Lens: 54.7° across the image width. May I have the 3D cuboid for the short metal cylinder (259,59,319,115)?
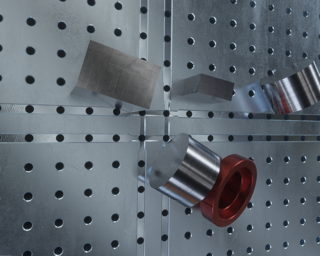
[{"bbox_3d":[0.195,-0.060,0.457,0.080,0.080,0.050,-32,101,-18],"label":"short metal cylinder"}]

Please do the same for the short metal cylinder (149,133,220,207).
[{"bbox_3d":[0.030,0.053,0.396,0.050,0.080,0.080,34,79,-17],"label":"short metal cylinder"}]

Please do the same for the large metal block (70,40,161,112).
[{"bbox_3d":[-0.055,-0.055,0.364,0.081,0.080,0.050,17,84,-20],"label":"large metal block"}]

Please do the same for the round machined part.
[{"bbox_3d":[0.086,0.081,0.423,0.099,0.042,0.097,-20,121,-38],"label":"round machined part"}]

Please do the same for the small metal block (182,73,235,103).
[{"bbox_3d":[0.065,-0.053,0.425,0.050,0.050,0.025,12,86,-20],"label":"small metal block"}]
